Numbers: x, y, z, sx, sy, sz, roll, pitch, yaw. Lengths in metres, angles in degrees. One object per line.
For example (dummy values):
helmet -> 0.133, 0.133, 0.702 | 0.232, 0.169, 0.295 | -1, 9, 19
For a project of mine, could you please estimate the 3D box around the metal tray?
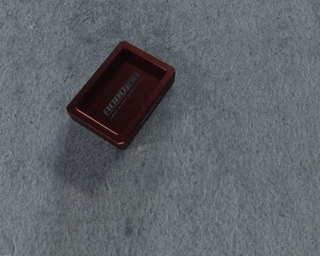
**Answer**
metal tray -> -0.050, -0.047, 0.421 | 0.090, 0.030, 0.130 | 31, 73, 10
